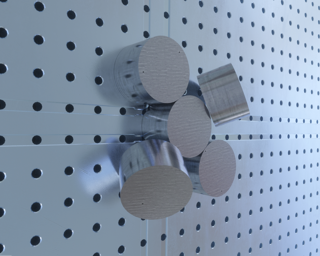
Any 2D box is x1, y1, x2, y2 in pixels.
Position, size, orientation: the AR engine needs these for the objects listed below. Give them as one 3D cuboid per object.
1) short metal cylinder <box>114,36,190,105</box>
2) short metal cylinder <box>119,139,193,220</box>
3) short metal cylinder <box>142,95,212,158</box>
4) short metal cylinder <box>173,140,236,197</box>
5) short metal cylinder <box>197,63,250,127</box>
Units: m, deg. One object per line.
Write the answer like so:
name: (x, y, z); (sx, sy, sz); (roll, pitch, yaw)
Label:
short metal cylinder: (-0.009, -0.069, 0.386); (0.081, 0.050, 0.079); (0, 90, -40)
short metal cylinder: (-0.007, 0.060, 0.362); (0.081, 0.050, 0.079); (-5, 121, -7)
short metal cylinder: (0.023, -0.002, 0.414); (0.081, 0.050, 0.079); (0, 90, -40)
short metal cylinder: (0.065, 0.056, 0.450); (0.081, 0.050, 0.079); (0, 90, -40)
short metal cylinder: (0.091, -0.047, 0.445); (0.080, 0.050, 0.080); (-21, 90, -78)
